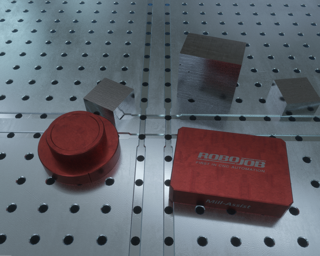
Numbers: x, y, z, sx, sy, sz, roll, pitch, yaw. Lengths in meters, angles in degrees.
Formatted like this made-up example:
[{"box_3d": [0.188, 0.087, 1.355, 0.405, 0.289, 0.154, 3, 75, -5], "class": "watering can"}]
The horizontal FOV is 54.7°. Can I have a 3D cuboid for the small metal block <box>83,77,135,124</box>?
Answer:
[{"box_3d": [-0.071, -0.040, 0.440, 0.050, 0.025, 0.050, 24, 54, 18], "class": "small metal block"}]

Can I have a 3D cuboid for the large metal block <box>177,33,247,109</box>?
[{"box_3d": [0.071, -0.081, 0.441, 0.080, 0.080, 0.050, 13, 51, 10], "class": "large metal block"}]

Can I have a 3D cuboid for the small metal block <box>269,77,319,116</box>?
[{"box_3d": [0.195, -0.046, 0.449, 0.050, 0.025, 0.050, -5, 50, -5], "class": "small metal block"}]

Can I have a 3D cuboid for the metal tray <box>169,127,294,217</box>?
[{"box_3d": [0.081, 0.048, 0.365, 0.131, 0.030, 0.090, 7, 50, 5], "class": "metal tray"}]

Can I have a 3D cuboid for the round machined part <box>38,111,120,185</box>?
[{"box_3d": [-0.100, 0.017, 0.381, 0.099, 0.042, 0.098, 0, 50, 0], "class": "round machined part"}]
